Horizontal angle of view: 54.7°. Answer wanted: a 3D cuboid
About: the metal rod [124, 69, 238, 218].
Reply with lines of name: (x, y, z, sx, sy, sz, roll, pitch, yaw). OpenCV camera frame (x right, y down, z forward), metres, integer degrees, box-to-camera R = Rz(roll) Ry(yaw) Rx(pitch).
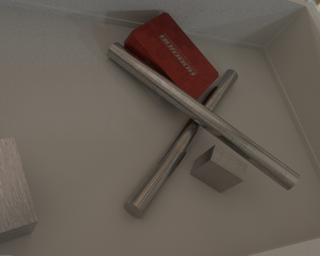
metal rod: (0.046, 0.000, 0.431, 0.025, 0.025, 0.301, 41, 51, -1)

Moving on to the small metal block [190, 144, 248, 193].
small metal block: (0.075, 0.054, 0.399, 0.050, 0.050, 0.025, 33, 51, -8)

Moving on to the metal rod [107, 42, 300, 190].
metal rod: (0.051, -0.021, 0.416, 0.300, 0.025, 0.025, 38, 50, 9)

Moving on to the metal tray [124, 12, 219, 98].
metal tray: (0.020, -0.102, 0.466, 0.130, 0.030, 0.090, 49, 51, -5)

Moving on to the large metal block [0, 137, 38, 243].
large metal block: (-0.161, 0.061, 0.266, 0.081, 0.050, 0.080, -12, 68, -33)
